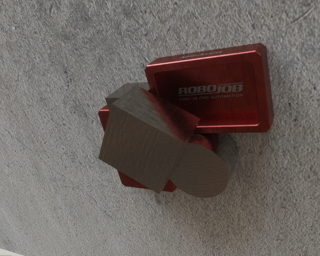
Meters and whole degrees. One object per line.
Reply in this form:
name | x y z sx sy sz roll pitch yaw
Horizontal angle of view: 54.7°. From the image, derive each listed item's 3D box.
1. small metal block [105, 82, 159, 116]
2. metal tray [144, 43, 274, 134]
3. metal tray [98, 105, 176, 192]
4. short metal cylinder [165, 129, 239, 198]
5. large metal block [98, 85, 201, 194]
small metal block | -0.031 -0.037 0.386 0.050 0.050 0.025 1 119 28
metal tray | 0.055 -0.040 0.351 0.130 0.030 0.089 -2 118 29
metal tray | -0.025 0.026 0.436 0.090 0.030 0.129 1 119 28
short metal cylinder | 0.053 0.040 0.389 0.080 0.050 0.079 14 124 21
large metal block | -0.014 0.013 0.341 0.080 0.050 0.079 29 128 10
